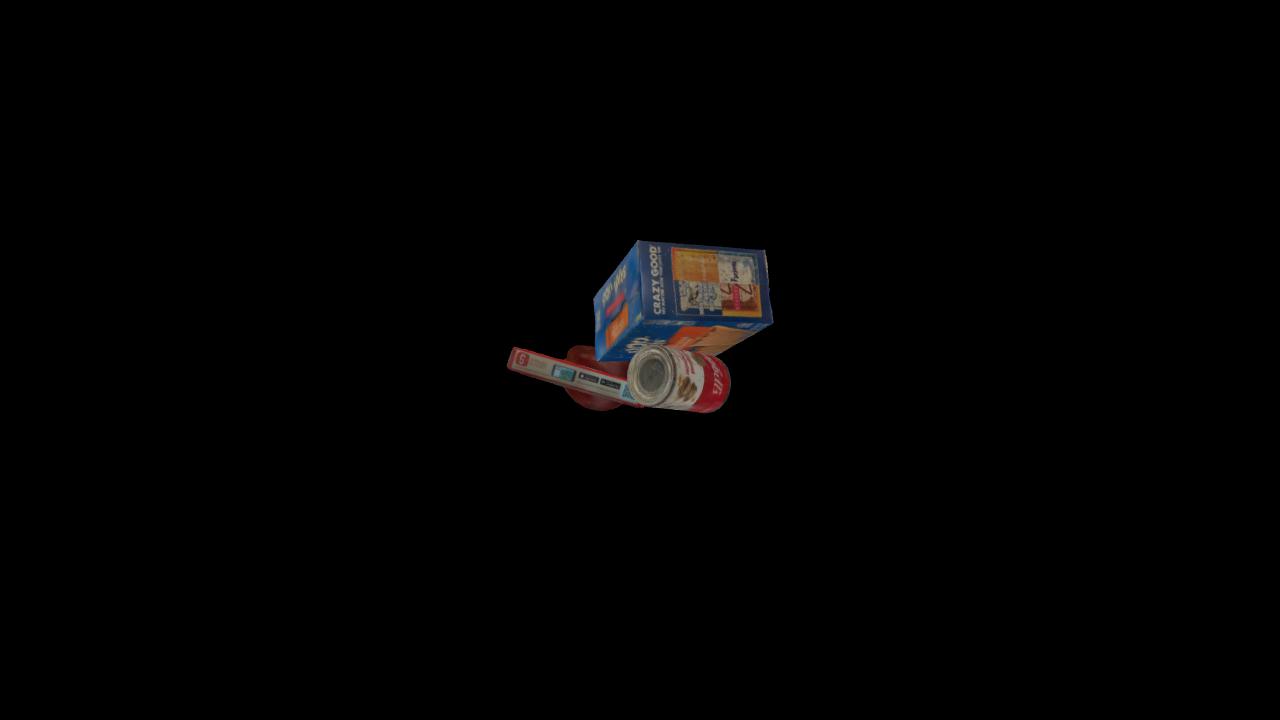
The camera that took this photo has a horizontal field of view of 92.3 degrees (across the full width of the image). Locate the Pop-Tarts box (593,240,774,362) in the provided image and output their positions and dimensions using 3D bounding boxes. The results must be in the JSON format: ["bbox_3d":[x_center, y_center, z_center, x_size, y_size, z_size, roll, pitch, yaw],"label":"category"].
[{"bbox_3d":[0.039,-0.054,0.667,0.141,0.083,0.167,1,-15,-20],"label":"Pop-Tarts box"}]

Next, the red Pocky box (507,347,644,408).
[{"bbox_3d":[-0.068,0.022,0.701,0.155,0.028,0.083,16,-6,-1],"label":"red Pocky box"}]

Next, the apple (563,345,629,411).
[{"bbox_3d":[-0.051,0.022,0.754,0.093,0.079,0.079,22,-10,-26],"label":"apple"}]

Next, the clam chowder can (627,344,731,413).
[{"bbox_3d":[0.043,0.022,0.670,0.068,0.068,0.102,0,-7,43],"label":"clam chowder can"}]
